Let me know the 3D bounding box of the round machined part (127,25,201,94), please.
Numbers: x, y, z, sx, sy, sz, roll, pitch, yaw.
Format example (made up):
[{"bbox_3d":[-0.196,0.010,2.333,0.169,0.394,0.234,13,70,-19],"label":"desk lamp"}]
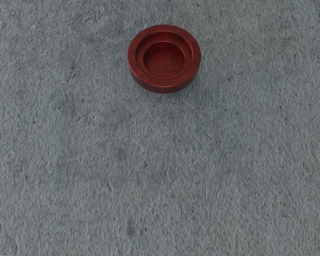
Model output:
[{"bbox_3d":[0.006,-0.091,0.433,0.099,0.042,0.098,0,70,0],"label":"round machined part"}]
